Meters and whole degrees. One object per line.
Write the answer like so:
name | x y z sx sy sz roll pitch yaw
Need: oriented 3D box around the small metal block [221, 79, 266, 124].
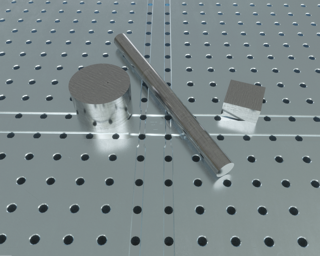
small metal block | 0.119 -0.039 0.442 0.050 0.025 0.050 16 52 12

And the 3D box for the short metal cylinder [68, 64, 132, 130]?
short metal cylinder | -0.080 -0.044 0.427 0.081 0.050 0.080 0 50 0

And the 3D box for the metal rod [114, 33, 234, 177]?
metal rod | 0.005 -0.051 0.450 0.025 0.025 0.300 -23 54 -18
